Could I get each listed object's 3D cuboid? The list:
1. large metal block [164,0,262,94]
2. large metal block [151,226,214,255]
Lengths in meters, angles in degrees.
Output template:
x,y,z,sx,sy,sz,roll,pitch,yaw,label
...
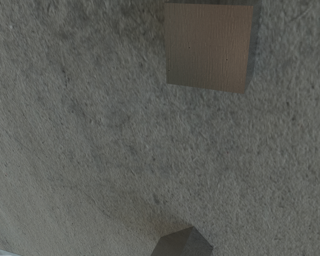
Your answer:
x,y,z,sx,sy,sz,roll,pitch,yaw,label
0.052,-0.086,0.309,0.080,0.050,0.079,11,123,22,large metal block
0.027,0.210,0.486,0.080,0.080,0.050,-34,100,38,large metal block
